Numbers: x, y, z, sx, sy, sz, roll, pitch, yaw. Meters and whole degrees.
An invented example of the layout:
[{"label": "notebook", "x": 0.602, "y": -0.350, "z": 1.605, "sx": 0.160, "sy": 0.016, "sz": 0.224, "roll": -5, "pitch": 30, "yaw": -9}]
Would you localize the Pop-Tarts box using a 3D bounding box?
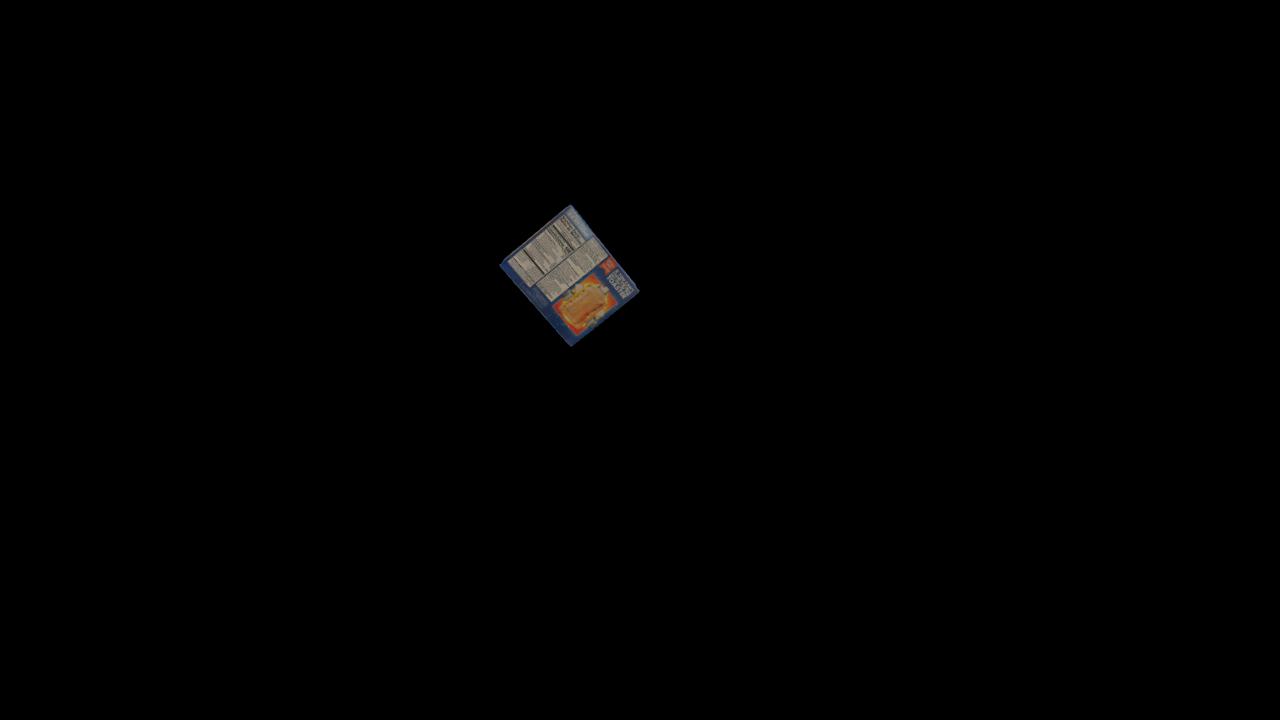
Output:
[{"label": "Pop-Tarts box", "x": -0.109, "y": -0.133, "z": 0.962, "sx": 0.141, "sy": 0.167, "sz": 0.083, "roll": -38, "pitch": 19, "yaw": 5}]
